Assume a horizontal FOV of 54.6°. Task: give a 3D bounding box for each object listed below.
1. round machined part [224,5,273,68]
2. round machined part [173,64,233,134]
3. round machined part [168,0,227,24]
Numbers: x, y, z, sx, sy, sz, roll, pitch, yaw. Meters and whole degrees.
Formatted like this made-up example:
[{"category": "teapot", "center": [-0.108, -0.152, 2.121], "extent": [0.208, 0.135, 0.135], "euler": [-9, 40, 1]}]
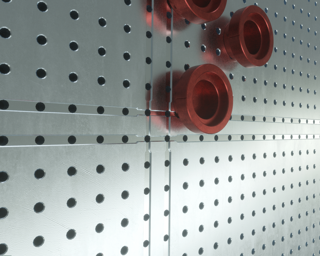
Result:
[{"category": "round machined part", "center": [0.144, -0.149, 0.517], "extent": [0.099, 0.042, 0.097], "euler": [0, 90, -40]}, {"category": "round machined part", "center": [0.058, -0.040, 0.445], "extent": [0.099, 0.042, 0.097], "euler": [0, 90, -40]}, {"category": "round machined part", "center": [0.047, -0.195, 0.436], "extent": [0.099, 0.042, 0.097], "euler": [0, 90, -40]}]
